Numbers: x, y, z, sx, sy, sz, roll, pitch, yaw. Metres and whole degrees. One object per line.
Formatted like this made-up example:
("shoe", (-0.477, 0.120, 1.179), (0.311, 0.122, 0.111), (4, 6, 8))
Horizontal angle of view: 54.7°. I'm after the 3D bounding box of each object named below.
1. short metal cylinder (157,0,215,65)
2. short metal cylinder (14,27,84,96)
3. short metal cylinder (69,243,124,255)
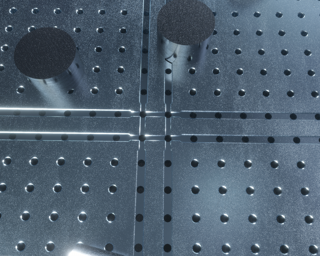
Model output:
("short metal cylinder", (0.036, -0.139, 0.450), (0.081, 0.050, 0.080), (0, 70, 0))
("short metal cylinder", (-0.151, -0.091, 0.430), (0.081, 0.050, 0.080), (0, 70, 0))
("short metal cylinder", (-0.073, 0.167, 0.321), (0.050, 0.080, 0.080), (14, 71, 5))
